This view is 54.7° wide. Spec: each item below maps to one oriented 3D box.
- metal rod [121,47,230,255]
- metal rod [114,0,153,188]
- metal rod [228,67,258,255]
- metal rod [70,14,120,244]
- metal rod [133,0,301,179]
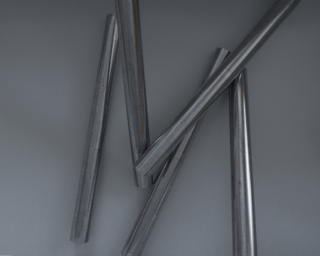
[{"bbox_3d":[0.023,0.034,0.411,0.025,0.025,0.299,25,90,-1],"label":"metal rod"},{"bbox_3d":[-0.030,-0.061,0.349,0.025,0.025,0.298,-4,116,0],"label":"metal rod"},{"bbox_3d":[0.093,0.059,0.351,0.025,0.025,0.299,5,65,0],"label":"metal rod"},{"bbox_3d":[-0.083,0.001,0.410,0.025,0.025,0.298,9,90,-1],"label":"metal rod"},{"bbox_3d":[0.075,-0.059,0.387,0.025,0.025,0.300,41,84,-1],"label":"metal rod"}]
